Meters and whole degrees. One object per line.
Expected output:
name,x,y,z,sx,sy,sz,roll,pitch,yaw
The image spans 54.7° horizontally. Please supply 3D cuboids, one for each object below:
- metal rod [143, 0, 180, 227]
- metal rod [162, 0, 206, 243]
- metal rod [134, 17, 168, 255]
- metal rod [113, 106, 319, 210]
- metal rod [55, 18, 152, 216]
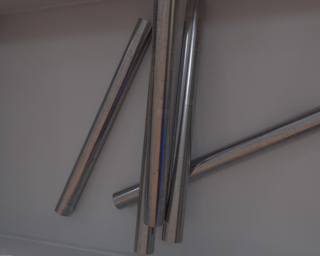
metal rod,0.001,-0.035,0.322,0.025,0.025,0.298,9,106,20
metal rod,0.030,-0.015,0.381,0.025,0.025,0.298,4,84,20
metal rod,-0.007,0.003,0.394,0.025,0.025,0.298,3,84,20
metal rod,0.071,0.040,0.385,0.300,0.025,0.025,-25,82,18
metal rod,-0.081,-0.009,0.438,0.025,0.025,0.298,28,99,17
